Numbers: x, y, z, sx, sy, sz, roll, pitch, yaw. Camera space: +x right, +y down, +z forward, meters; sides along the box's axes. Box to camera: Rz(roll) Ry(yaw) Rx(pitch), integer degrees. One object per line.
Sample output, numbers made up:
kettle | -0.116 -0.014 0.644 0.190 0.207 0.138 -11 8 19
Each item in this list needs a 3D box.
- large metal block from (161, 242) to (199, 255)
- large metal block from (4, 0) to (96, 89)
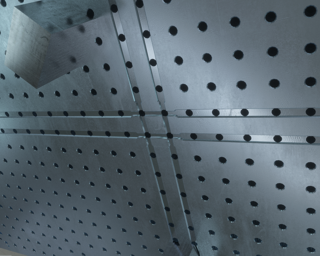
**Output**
large metal block | 0.033 0.251 0.512 0.050 0.080 0.080 -8 115 31
large metal block | -0.134 -0.106 0.379 0.050 0.080 0.080 37 129 3
